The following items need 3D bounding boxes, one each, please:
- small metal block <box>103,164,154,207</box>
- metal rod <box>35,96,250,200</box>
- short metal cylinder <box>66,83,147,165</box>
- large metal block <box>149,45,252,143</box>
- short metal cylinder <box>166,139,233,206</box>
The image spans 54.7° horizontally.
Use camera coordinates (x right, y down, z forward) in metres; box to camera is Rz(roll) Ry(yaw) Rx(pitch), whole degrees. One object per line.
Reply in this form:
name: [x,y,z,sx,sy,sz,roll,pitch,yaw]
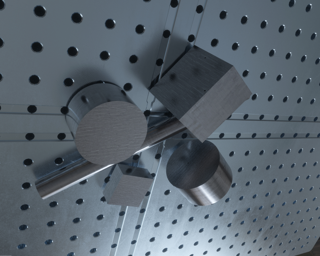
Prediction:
small metal block: [-0.044,0.081,0.433,0.050,0.025,0.050,16,110,-35]
metal rod: [-0.013,0.012,0.407,0.302,0.025,0.025,-26,128,-13]
short metal cylinder: [-0.061,-0.005,0.354,0.081,0.050,0.079,-14,124,-21]
large metal block: [0.046,-0.043,0.370,0.080,0.080,0.050,-45,129,3]
short metal cylinder: [0.056,0.063,0.441,0.080,0.080,0.050,-40,130,-1]
